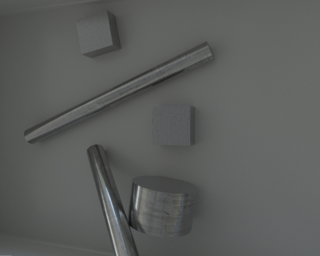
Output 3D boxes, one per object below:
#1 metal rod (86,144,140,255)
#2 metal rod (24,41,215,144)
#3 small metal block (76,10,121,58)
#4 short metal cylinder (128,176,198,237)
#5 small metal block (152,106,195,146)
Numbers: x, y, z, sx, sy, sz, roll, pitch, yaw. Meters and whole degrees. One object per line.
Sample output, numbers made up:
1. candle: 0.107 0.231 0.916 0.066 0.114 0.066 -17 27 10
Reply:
1. metal rod: -0.040 0.127 0.341 0.025 0.025 0.300 -43 44 14
2. metal rod: -0.068 -0.042 0.433 0.300 0.025 0.025 -23 83 18
3. small metal block: -0.087 -0.132 0.440 0.050 0.025 0.050 -11 86 19
4. short metal cylinder: 0.003 0.093 0.380 0.080 0.080 0.050 9 93 19
5. small metal block: 0.018 -0.003 0.403 0.050 0.025 0.050 0 90 19
